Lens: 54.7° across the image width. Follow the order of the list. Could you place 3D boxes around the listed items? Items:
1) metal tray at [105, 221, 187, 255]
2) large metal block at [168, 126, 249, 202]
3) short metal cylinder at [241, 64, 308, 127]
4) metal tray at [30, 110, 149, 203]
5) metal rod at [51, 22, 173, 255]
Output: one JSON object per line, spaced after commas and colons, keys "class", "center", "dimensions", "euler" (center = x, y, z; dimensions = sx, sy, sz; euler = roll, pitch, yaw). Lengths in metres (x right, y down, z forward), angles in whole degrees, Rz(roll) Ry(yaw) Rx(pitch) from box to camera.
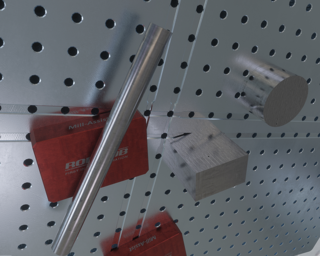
{"class": "metal tray", "center": [-0.021, 0.226, 0.537], "dimensions": [0.131, 0.030, 0.089], "euler": [-22, 127, -15]}
{"class": "large metal block", "center": [0.065, 0.047, 0.441], "dimensions": [0.081, 0.080, 0.050], "euler": [-16, 125, -19]}
{"class": "short metal cylinder", "center": [0.168, -0.048, 0.457], "dimensions": [0.081, 0.050, 0.079], "euler": [-14, 124, -21]}
{"class": "metal tray", "center": [-0.081, 0.032, 0.383], "dimensions": [0.131, 0.030, 0.089], "euler": [-15, 125, -20]}
{"class": "metal rod", "center": [-0.063, 0.027, 0.353], "dimensions": [0.025, 0.025, 0.298], "euler": [15, 111, -34]}
